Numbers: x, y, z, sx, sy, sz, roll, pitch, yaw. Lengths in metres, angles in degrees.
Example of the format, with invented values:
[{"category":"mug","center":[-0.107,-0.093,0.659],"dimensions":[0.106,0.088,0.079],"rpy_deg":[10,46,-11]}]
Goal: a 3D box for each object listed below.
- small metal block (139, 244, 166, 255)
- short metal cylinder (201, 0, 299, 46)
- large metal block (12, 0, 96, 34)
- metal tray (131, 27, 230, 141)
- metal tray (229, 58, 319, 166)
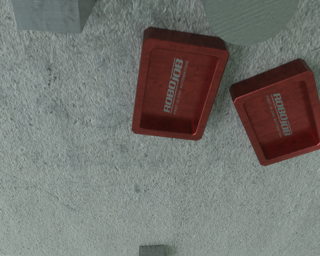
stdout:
[{"category":"small metal block","center":[-0.014,0.263,0.632],"dimensions":[0.050,0.025,0.050],"rpy_deg":[-5,130,4]},{"category":"short metal cylinder","center":[0.079,-0.124,0.286],"dimensions":[0.081,0.050,0.079],"rpy_deg":[0,130,0]},{"category":"large metal block","center":[-0.087,-0.134,0.256],"dimensions":[0.050,0.080,0.079],"rpy_deg":[3,130,-3]},{"category":"metal tray","center":[0.018,-0.046,0.365],"dimensions":[0.091,0.030,0.129],"rpy_deg":[7,130,-6]},{"category":"metal tray","center":[0.153,-0.013,0.394],"dimensions":[0.090,0.030,0.130],"rpy_deg":[-21,127,17]}]
